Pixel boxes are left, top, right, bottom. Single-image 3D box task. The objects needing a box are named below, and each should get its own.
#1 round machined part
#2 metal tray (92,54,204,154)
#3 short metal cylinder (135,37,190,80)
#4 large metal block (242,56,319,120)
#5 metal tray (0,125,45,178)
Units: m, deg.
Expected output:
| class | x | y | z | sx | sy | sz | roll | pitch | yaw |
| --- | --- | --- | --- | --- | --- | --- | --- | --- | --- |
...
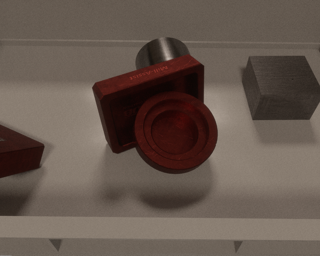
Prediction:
| class | x | y | z | sx | sy | sz | roll | pitch | yaw |
| --- | --- | --- | --- | --- | --- | --- | --- | --- | --- |
| round machined part | 0.016 | 0.008 | 0.375 | 0.099 | 0.042 | 0.098 | 4 | 68 | -9 |
| metal tray | -0.009 | -0.030 | 0.384 | 0.131 | 0.089 | 0.030 | -21 | 43 | -17 |
| short metal cylinder | 0.009 | -0.079 | 0.436 | 0.081 | 0.080 | 0.050 | -8 | 51 | -7 |
| large metal block | 0.169 | -0.058 | 0.440 | 0.081 | 0.050 | 0.080 | 0 | 50 | -1 |
| metal tray | -0.213 | 0.015 | 0.350 | 0.130 | 0.030 | 0.090 | 21 | 9 | 16 |
